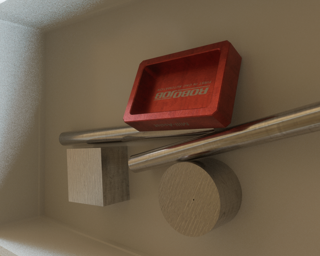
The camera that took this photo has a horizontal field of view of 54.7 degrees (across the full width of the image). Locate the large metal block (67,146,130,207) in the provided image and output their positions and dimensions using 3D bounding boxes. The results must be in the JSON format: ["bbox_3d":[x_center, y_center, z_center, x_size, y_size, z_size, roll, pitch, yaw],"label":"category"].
[{"bbox_3d":[-0.093,0.069,0.465,0.080,0.050,0.080,-5,87,39],"label":"large metal block"}]

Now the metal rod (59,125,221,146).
[{"bbox_3d":[-0.049,0.008,0.445,0.300,0.025,0.025,-5,87,39],"label":"metal rod"}]

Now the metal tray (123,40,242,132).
[{"bbox_3d":[0.023,-0.044,0.360,0.130,0.030,0.090,-3,63,39],"label":"metal tray"}]

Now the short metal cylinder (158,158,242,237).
[{"bbox_3d":[0.045,0.076,0.352,0.080,0.050,0.079,0,91,39],"label":"short metal cylinder"}]

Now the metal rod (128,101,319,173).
[{"bbox_3d":[0.075,0.011,0.323,0.299,0.025,0.025,-19,78,40],"label":"metal rod"}]
